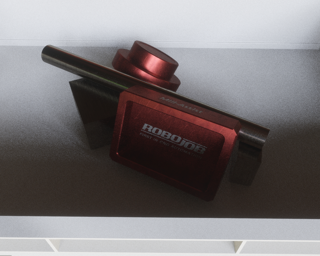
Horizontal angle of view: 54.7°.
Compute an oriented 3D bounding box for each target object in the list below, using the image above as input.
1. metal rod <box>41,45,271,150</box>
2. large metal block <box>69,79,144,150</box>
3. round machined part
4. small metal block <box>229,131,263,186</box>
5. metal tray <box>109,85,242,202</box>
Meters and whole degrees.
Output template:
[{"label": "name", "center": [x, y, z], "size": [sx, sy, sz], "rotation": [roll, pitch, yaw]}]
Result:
[{"label": "metal rod", "center": [-0.019, -0.044, 0.374], "size": [0.301, 0.025, 0.025], "rotation": [23, 54, 18]}, {"label": "large metal block", "center": [-0.066, -0.028, 0.409], "size": [0.081, 0.050, 0.080], "rotation": [-18, 52, -15]}, {"label": "round machined part", "center": [-0.013, -0.087, 0.431], "size": [0.098, 0.042, 0.098], "rotation": [26, 20, -10]}, {"label": "small metal block", "center": [0.101, 0.031, 0.362], "size": [0.025, 0.050, 0.050], "rotation": [11, 51, 9]}, {"label": "metal tray", "center": [0.012, 0.015, 0.344], "size": [0.130, 0.089, 0.030], "rotation": [21, 26, 16]}]
